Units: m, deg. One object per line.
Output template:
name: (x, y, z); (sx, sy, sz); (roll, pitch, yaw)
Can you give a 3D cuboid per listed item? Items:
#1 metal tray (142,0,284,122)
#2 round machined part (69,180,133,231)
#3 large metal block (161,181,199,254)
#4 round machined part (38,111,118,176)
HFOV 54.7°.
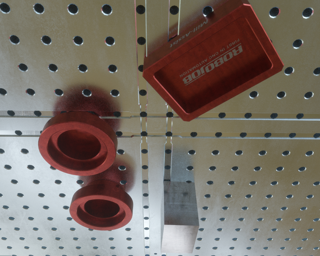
metal tray: (0.057, -0.071, 0.347); (0.130, 0.030, 0.090); (-30, 124, 23)
round machined part: (-0.092, 0.122, 0.503); (0.099, 0.042, 0.097); (0, 130, 0)
large metal block: (0.029, 0.143, 0.498); (0.050, 0.080, 0.079); (3, 130, -2)
round machined part: (-0.106, 0.016, 0.413); (0.099, 0.042, 0.097); (0, 130, 0)
